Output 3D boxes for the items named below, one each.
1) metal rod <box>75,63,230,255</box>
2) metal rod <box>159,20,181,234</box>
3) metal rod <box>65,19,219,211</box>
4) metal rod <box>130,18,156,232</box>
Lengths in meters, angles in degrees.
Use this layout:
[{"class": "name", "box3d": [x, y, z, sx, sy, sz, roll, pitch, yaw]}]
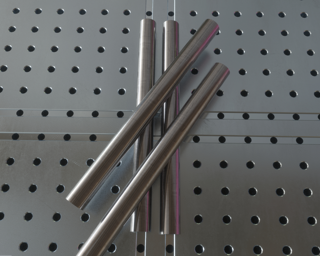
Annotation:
[{"class": "metal rod", "box3d": [-0.003, 0.037, 0.371, 0.025, 0.025, 0.300, 33, 73, 11]}, {"class": "metal rod", "box3d": [0.014, -0.015, 0.418, 0.025, 0.025, 0.299, 1, 70, 0]}, {"class": "metal rod", "box3d": [-0.012, -0.029, 0.396, 0.025, 0.025, 0.300, 33, 73, 11]}, {"class": "metal rod", "box3d": [-0.021, -0.017, 0.419, 0.025, 0.025, 0.299, 1, 70, 0]}]
